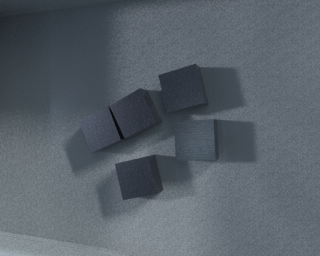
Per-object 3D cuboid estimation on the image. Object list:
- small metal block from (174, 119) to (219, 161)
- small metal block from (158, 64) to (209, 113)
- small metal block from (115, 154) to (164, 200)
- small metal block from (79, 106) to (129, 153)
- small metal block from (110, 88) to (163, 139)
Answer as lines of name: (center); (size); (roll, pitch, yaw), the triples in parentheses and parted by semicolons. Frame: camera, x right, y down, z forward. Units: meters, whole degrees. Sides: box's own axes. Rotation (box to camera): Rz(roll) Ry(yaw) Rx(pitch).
small metal block: (0.047, 0.015, 0.394); (0.050, 0.025, 0.050); (-3, 89, 20)
small metal block: (0.031, -0.049, 0.400); (0.050, 0.025, 0.050); (-14, 85, 19)
small metal block: (-0.028, 0.067, 0.420); (0.050, 0.025, 0.050); (-15, 85, 19)
small metal block: (-0.079, 0.002, 0.438); (0.050, 0.025, 0.050); (-24, 82, 18)
small metal block: (-0.032, -0.019, 0.422); (0.050, 0.025, 0.050); (-28, 81, 17)
